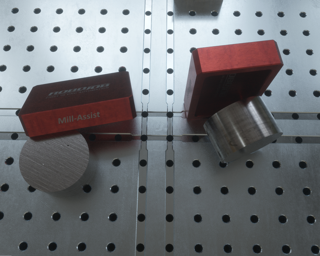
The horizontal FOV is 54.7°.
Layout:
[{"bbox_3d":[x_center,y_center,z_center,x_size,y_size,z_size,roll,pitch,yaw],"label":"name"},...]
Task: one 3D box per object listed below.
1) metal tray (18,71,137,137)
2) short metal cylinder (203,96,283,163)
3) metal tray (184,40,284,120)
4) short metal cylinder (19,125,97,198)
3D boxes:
[{"bbox_3d":[-0.100,-0.034,0.394,0.131,0.030,0.090,-10,31,-4],"label":"metal tray"},{"bbox_3d":[0.101,0.003,0.382,0.080,0.080,0.050,-22,72,-8],"label":"short metal cylinder"},{"bbox_3d":[0.080,-0.052,0.375,0.091,0.130,0.030,-7,71,-3],"label":"metal tray"},{"bbox_3d":[-0.122,0.042,0.382,0.081,0.050,0.080,0,70,0],"label":"short metal cylinder"}]
